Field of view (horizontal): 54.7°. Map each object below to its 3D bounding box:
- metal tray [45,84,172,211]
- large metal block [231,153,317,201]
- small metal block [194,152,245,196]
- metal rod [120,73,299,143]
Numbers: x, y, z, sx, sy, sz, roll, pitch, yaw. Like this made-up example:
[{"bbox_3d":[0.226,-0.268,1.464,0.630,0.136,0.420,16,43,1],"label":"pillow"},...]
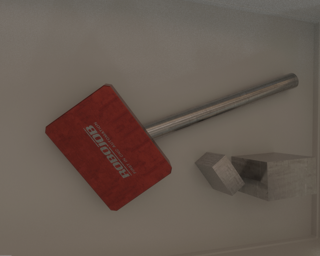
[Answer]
[{"bbox_3d":[-0.058,0.024,0.372,0.090,0.030,0.130,-36,103,2],"label":"metal tray"},{"bbox_3d":[0.160,0.066,0.442,0.081,0.080,0.050,-3,91,-20],"label":"large metal block"},{"bbox_3d":[0.082,0.062,0.429,0.025,0.050,0.050,-39,103,-16],"label":"small metal block"},{"bbox_3d":[0.075,-0.027,0.439,0.302,0.025,0.025,-20,97,-19],"label":"metal rod"}]
